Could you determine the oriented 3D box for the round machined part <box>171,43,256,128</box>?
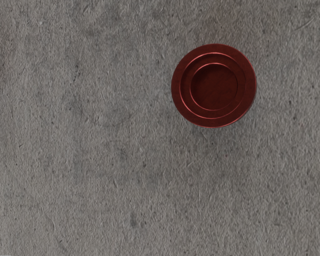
[{"bbox_3d":[0.066,-0.049,0.376,0.098,0.042,0.097,0,90,19],"label":"round machined part"}]
